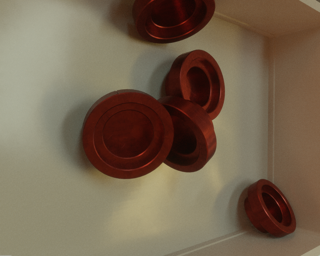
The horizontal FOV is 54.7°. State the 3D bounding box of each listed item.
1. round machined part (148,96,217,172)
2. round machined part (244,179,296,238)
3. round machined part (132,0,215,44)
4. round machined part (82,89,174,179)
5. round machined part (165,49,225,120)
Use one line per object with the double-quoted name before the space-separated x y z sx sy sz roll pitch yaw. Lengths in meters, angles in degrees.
"round machined part" 0.027 0.004 0.384 0.042 0.098 0.098 -40 115 -39
"round machined part" 0.184 0.141 0.534 0.098 0.042 0.098 30 37 -25
"round machined part" 0.014 -0.150 0.379 0.099 0.098 0.042 1 66 -40
"round machined part" -0.037 0.004 0.349 0.099 0.042 0.097 -4 107 -14
"round machined part" 0.045 -0.056 0.431 0.099 0.042 0.097 5 83 -45
